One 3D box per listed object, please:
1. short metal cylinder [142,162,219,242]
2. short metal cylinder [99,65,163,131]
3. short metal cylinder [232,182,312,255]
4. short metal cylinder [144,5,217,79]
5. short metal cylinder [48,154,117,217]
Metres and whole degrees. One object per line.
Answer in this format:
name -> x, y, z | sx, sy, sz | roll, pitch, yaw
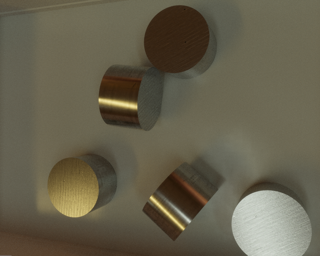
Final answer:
short metal cylinder -> 0.025, 0.087, 0.372 | 0.050, 0.080, 0.080 | 40, 103, 15
short metal cylinder -> -0.034, -0.039, 0.393 | 0.050, 0.080, 0.079 | 8, 93, 20
short metal cylinder -> 0.126, 0.106, 0.353 | 0.080, 0.050, 0.080 | 0, 90, 20
short metal cylinder -> 0.027, -0.104, 0.388 | 0.080, 0.050, 0.080 | 0, 90, 20
short metal cylinder -> -0.108, 0.079, 0.435 | 0.080, 0.050, 0.080 | 0, 90, 20
